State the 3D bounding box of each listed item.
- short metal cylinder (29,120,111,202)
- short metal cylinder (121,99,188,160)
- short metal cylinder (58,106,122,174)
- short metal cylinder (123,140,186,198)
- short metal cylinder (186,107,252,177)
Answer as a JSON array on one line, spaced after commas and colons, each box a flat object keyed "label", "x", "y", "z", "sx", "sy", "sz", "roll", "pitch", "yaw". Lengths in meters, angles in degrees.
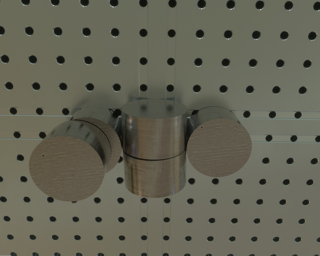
[{"label": "short metal cylinder", "x": -0.101, "y": 0.037, "z": 0.358, "sx": 0.081, "sy": 0.050, "sz": 0.079, "roll": 0, "pitch": 110, "yaw": 0}, {"label": "short metal cylinder", "x": -0.007, "y": -0.001, "z": 0.384, "sx": 0.081, "sy": 0.080, "sz": 0.050, "roll": 1, "pitch": 111, "yaw": -1}, {"label": "short metal cylinder", "x": -0.088, "y": 0.016, "z": 0.405, "sx": 0.081, "sy": 0.050, "sz": 0.079, "roll": 0, "pitch": 110, "yaw": 0}, {"label": "short metal cylinder", "x": -0.006, "y": 0.047, "z": 0.401, "sx": 0.081, "sy": 0.080, "sz": 0.050, "roll": -1, "pitch": 110, "yaw": 0}, {"label": "short metal cylinder", "x": 0.073, "y": 0.017, "z": 0.406, "sx": 0.081, "sy": 0.050, "sz": 0.079, "roll": 0, "pitch": 110, "yaw": 0}]
